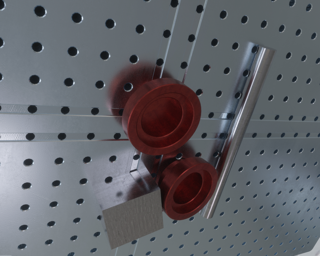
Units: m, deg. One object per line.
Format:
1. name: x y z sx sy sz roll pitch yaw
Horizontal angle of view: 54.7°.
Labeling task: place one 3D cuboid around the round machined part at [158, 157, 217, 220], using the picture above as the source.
1. round machined part: 0.036 0.086 0.466 0.099 0.042 0.097 -19 124 -29

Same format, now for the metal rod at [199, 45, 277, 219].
1. metal rod: 0.115 0.021 0.486 0.025 0.025 0.298 -1 119 -28

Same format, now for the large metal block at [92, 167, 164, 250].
1. large metal block: -0.044 0.114 0.441 0.081 0.050 0.079 -17 125 -19

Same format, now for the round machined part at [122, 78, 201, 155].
1. round machined part: -0.001 -0.017 0.389 0.099 0.042 0.097 -14 124 -21
